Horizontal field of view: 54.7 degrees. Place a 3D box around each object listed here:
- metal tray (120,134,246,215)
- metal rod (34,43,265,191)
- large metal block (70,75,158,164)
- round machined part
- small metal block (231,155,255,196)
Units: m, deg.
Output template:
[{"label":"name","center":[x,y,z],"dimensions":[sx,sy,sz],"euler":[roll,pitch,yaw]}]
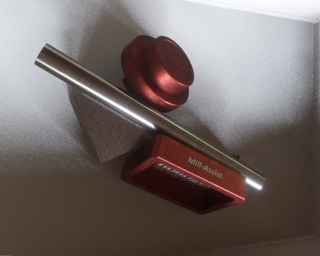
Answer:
[{"label":"metal tray","center":[0.028,0.063,0.382],"dimensions":[0.131,0.090,0.030],"euler":[28,53,-19]},{"label":"metal rod","center":[0.004,-0.002,0.357],"dimensions":[0.301,0.025,0.025],"euler":[30,80,-18]},{"label":"large metal block","center":[-0.053,-0.012,0.376],"dimensions":[0.081,0.050,0.080],"euler":[-24,98,-19]},{"label":"round machined part","center":[0.004,-0.071,0.375],"dimensions":[0.098,0.042,0.098],"euler":[31,45,-35]},{"label":"small metal block","center":[0.103,0.064,0.435],"dimensions":[0.025,0.050,0.050],"euler":[16,85,-20]}]
